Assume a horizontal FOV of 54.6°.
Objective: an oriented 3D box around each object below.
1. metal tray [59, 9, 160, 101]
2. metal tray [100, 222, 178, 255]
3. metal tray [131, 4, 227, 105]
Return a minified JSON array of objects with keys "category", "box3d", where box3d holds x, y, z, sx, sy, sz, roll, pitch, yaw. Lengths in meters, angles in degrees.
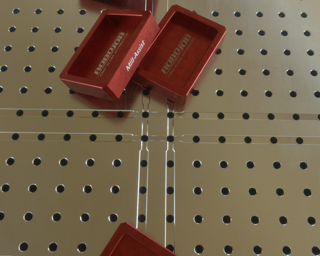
[{"category":"metal tray","box3d":[-0.069,-0.105,0.428,0.090,0.030,0.130,16,69,32]},{"category":"metal tray","box3d":[-0.011,0.178,0.344,0.130,0.030,0.090,30,73,10]},{"category":"metal tray","box3d":[0.027,-0.108,0.448,0.090,0.030,0.130,29,72,10]}]
